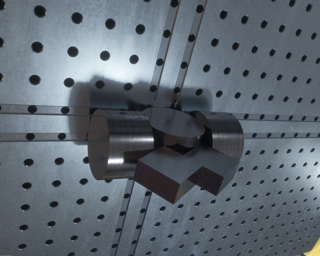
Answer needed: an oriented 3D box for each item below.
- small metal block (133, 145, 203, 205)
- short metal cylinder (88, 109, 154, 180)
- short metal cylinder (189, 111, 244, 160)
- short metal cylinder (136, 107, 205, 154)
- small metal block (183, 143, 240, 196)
[{"bbox_3d":[0.009,0.047,0.324,0.050,0.050,0.025,-25,136,-54],"label":"small metal block"},{"bbox_3d":[-0.048,0.019,0.360,0.050,0.080,0.079,1,118,-29],"label":"short metal cylinder"},{"bbox_3d":[0.067,0.017,0.422,0.050,0.080,0.079,1,118,-28],"label":"short metal cylinder"},{"bbox_3d":[0.011,0.013,0.389,0.081,0.080,0.050,1,118,-29],"label":"short metal cylinder"},{"bbox_3d":[0.056,0.045,0.354,0.050,0.050,0.025,-24,135,-54],"label":"small metal block"}]
